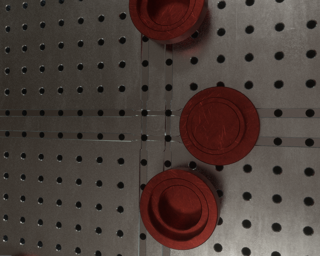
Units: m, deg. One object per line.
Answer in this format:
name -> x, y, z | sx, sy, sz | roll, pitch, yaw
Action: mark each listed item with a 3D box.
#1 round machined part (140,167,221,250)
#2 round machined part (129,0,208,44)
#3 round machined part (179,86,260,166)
round machined part -> 0.028, 0.098, 0.393 | 0.098, 0.042, 0.097 | 0, 90, 19
round machined part -> 0.013, -0.156, 0.398 | 0.098, 0.042, 0.097 | 0, 90, 19
round machined part -> 0.071, -0.003, 0.378 | 0.098, 0.042, 0.097 | 0, 90, 19
